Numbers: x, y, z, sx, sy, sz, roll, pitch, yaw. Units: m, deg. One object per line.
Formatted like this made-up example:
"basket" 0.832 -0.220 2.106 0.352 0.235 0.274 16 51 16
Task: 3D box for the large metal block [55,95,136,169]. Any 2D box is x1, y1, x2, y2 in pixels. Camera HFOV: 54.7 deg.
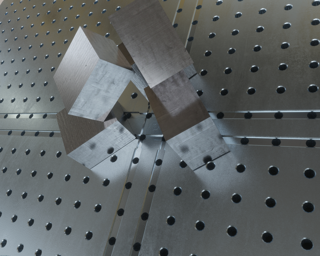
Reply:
"large metal block" -0.092 -0.003 0.440 0.080 0.050 0.080 -34 52 5

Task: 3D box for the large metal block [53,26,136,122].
"large metal block" -0.086 -0.068 0.393 0.080 0.050 0.080 -53 47 23

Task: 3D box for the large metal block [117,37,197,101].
"large metal block" -0.007 -0.091 0.429 0.080 0.080 0.050 -36 52 4

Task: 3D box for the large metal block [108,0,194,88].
"large metal block" -0.010 -0.092 0.343 0.050 0.080 0.080 -31 9 3

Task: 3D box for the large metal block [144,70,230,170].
"large metal block" 0.032 -0.009 0.359 0.050 0.080 0.080 -30 52 9
